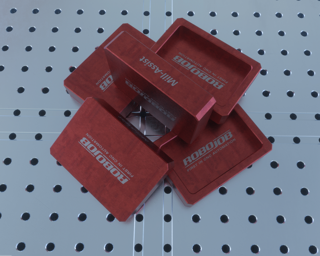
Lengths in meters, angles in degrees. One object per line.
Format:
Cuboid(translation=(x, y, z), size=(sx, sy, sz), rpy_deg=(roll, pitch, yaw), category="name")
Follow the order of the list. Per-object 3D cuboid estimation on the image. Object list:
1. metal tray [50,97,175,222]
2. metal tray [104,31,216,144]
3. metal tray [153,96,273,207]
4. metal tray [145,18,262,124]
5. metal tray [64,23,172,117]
Cuboid(translation=(-0.060, 0.036, 0.375), size=(0.130, 0.030, 0.090), rpy_deg=(41, 100, 13), category="metal tray")
Cuboid(translation=(-0.002, -0.043, 0.360), size=(0.130, 0.090, 0.030), rpy_deg=(39, 75, 12), category="metal tray")
Cuboid(translation=(0.064, 0.028, 0.398), size=(0.131, 0.030, 0.090), rpy_deg=(-32, 73, -11), category="metal tray")
Cuboid(translation=(0.052, -0.077, 0.405), size=(0.130, 0.030, 0.090), rpy_deg=(34, 73, 11), category="metal tray")
Cuboid(translation=(-0.056, -0.076, 0.435), size=(0.090, 0.030, 0.130), rpy_deg=(37, 74, 12), category="metal tray")
